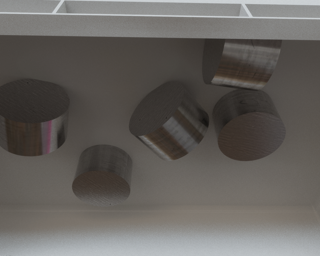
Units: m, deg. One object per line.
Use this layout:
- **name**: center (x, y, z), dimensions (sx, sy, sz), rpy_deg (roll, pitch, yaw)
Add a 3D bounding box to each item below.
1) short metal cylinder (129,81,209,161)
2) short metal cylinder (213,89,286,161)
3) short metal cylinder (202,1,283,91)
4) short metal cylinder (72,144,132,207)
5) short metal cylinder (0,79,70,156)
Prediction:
- **short metal cylinder**: center (0.010, -0.008, 0.366), dimensions (0.080, 0.080, 0.050), rpy_deg (-31, 124, 23)
- **short metal cylinder**: center (0.110, -0.004, 0.391), dimensions (0.081, 0.050, 0.079), rpy_deg (0, 130, 0)
- **short metal cylinder**: center (0.077, -0.079, 0.307), dimensions (0.050, 0.080, 0.079), rpy_deg (7, 130, -6)
- **short metal cylinder**: center (-0.082, 0.070, 0.451), dimensions (0.081, 0.050, 0.079), rpy_deg (0, 130, 0)
- **short metal cylinder**: center (-0.148, -0.013, 0.359), dimensions (0.081, 0.080, 0.050), rpy_deg (10, 129, -9)
